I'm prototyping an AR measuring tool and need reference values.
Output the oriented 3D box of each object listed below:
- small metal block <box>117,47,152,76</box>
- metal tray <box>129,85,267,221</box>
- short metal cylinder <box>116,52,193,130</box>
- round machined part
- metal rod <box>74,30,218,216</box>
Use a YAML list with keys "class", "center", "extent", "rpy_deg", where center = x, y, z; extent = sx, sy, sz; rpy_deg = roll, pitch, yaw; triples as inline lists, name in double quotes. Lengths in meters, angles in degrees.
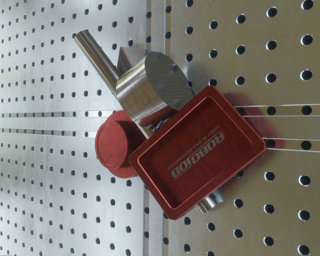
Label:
- class: "small metal block"
  center: [-0.034, -0.085, 0.436]
  extent: [0.050, 0.025, 0.050]
  rpy_deg: [17, 101, 38]
- class: "metal tray"
  center: [0.039, 0.028, 0.345]
  extent: [0.130, 0.030, 0.090]
  rpy_deg: [-42, 71, 14]
- class: "short metal cylinder"
  center: [-0.006, -0.045, 0.376]
  extent: [0.050, 0.081, 0.080]
  rpy_deg: [-31, 71, 35]
- class: "round machined part"
  center: [-0.055, 0.023, 0.440]
  extent: [0.098, 0.042, 0.097]
  rpy_deg: [0, 90, 39]
- class: "metal rod"
  center: [-0.027, -0.018, 0.408]
  extent: [0.025, 0.025, 0.299]
  rpy_deg: [-47, 70, 29]
